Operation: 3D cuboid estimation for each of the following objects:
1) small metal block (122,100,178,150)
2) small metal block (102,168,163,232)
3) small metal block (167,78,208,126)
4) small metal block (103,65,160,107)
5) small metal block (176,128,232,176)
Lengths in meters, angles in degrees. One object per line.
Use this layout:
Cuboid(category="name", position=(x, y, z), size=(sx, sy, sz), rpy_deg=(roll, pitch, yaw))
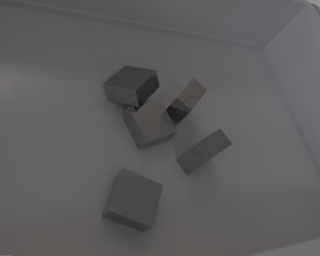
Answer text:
Cuboid(category="small metal block", position=(-0.013, -0.005, 0.401), size=(0.050, 0.025, 0.050), rpy_deg=(-16, 70, -35))
Cuboid(category="small metal block", position=(-0.029, 0.080, 0.341), size=(0.050, 0.025, 0.050), rpy_deg=(25, 53, -13))
Cuboid(category="small metal block", position=(0.033, -0.034, 0.428), size=(0.025, 0.050, 0.050), rpy_deg=(41, 51, -1))
Cuboid(category="small metal block", position=(-0.036, -0.056, 0.403), size=(0.050, 0.025, 0.050), rpy_deg=(14, 45, 28))
Cuboid(category="small metal block", position=(0.057, 0.031, 0.401), size=(0.050, 0.050, 0.025), rpy_deg=(-28, 77, -37))
